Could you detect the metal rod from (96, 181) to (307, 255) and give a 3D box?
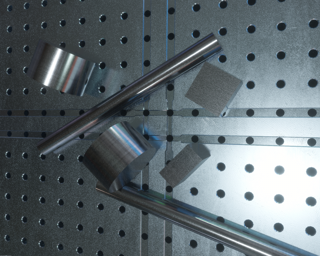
[{"bbox_3d":[0.052,0.122,0.394,0.301,0.025,0.025,18,96,19],"label":"metal rod"}]

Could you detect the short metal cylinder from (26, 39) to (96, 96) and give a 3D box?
[{"bbox_3d":[-0.136,-0.084,0.431,0.080,0.080,0.050,27,99,18],"label":"short metal cylinder"}]

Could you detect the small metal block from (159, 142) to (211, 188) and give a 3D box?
[{"bbox_3d":[0.032,0.045,0.388,0.050,0.050,0.025,-46,76,14],"label":"small metal block"}]

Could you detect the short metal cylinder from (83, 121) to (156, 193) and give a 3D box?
[{"bbox_3d":[-0.052,0.037,0.402,0.050,0.080,0.080,44,104,14],"label":"short metal cylinder"}]

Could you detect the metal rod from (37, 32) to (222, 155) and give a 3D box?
[{"bbox_3d":[-0.053,-0.039,0.431,0.300,0.025,0.025,-29,81,17],"label":"metal rod"}]

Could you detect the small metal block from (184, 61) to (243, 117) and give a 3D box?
[{"bbox_3d":[0.068,-0.048,0.389,0.050,0.025,0.050,34,101,16],"label":"small metal block"}]
